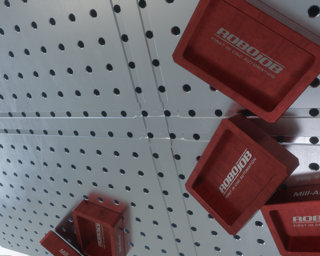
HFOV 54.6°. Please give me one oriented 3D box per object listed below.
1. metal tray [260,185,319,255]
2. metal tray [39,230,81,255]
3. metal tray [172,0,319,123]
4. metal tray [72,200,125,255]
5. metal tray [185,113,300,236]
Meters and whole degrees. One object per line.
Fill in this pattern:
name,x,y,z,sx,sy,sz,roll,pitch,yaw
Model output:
metal tray,0.199,0.113,0.372,0.130,0.030,0.090,-15,111,34
metal tray,-0.190,0.269,0.651,0.130,0.030,0.090,40,156,1
metal tray,0.088,-0.075,0.314,0.130,0.030,0.089,34,129,5
metal tray,-0.117,0.207,0.598,0.090,0.030,0.129,14,124,20
metal tray,0.091,0.058,0.376,0.090,0.030,0.129,44,133,25
